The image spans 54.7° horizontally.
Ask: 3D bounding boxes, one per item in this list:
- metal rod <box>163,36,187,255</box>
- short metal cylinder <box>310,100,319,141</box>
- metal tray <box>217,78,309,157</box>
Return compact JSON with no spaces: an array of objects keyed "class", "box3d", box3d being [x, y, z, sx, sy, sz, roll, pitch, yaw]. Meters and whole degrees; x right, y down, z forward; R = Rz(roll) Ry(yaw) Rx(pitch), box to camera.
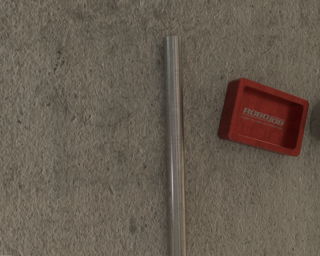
[{"class":"metal rod","box3d":[0.021,0.029,0.417,0.025,0.025,0.298,-2,91,-20]},{"class":"short metal cylinder","box3d":[0.289,-0.011,0.489,0.050,0.080,0.080,10,87,-20]},{"class":"metal tray","box3d":[0.158,-0.014,0.466,0.131,0.030,0.090,15,85,-20]}]
